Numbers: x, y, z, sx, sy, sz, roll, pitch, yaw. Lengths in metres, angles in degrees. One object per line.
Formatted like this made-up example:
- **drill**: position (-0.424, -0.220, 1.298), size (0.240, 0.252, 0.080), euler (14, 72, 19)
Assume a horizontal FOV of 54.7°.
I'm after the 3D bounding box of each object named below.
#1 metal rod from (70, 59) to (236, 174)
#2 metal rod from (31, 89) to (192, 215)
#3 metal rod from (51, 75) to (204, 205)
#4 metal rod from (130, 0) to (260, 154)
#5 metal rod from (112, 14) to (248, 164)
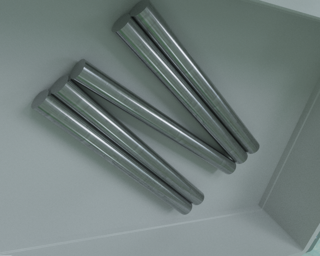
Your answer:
- **metal rod**: position (0.014, 0.002, 0.416), size (0.301, 0.025, 0.025), euler (32, 100, -38)
- **metal rod**: position (-0.041, 0.051, 0.416), size (0.025, 0.025, 0.300), euler (-44, 129, 2)
- **metal rod**: position (-0.021, 0.035, 0.417), size (0.025, 0.025, 0.300), euler (-44, 129, 2)
- **metal rod**: position (0.065, -0.046, 0.414), size (0.025, 0.025, 0.300), euler (-45, 129, 3)
- **metal rod**: position (0.046, -0.030, 0.413), size (0.025, 0.025, 0.300), euler (-45, 129, 3)
